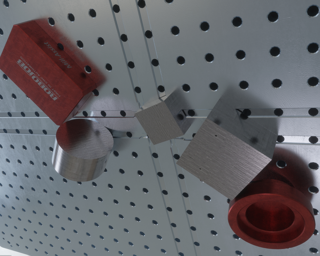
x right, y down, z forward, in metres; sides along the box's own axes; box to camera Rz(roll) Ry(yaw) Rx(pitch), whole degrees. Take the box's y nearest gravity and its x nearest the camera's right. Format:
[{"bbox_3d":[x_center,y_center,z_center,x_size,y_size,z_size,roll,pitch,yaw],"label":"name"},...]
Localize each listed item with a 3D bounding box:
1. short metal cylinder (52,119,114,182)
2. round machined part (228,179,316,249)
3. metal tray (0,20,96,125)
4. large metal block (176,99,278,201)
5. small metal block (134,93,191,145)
[{"bbox_3d":[-0.114,0.032,0.455,0.080,0.080,0.050,31,128,8],"label":"short metal cylinder"},{"bbox_3d":[0.136,0.102,0.385,0.098,0.042,0.097,9,126,12],"label":"round machined part"},{"bbox_3d":[-0.165,-0.076,0.448,0.130,0.030,0.090,46,129,-4],"label":"metal tray"},{"bbox_3d":[0.078,0.026,0.370,0.080,0.050,0.079,34,129,6],"label":"large metal block"},{"bbox_3d":[0.003,-0.011,0.403,0.050,0.025,0.050,-21,108,36],"label":"small metal block"}]
